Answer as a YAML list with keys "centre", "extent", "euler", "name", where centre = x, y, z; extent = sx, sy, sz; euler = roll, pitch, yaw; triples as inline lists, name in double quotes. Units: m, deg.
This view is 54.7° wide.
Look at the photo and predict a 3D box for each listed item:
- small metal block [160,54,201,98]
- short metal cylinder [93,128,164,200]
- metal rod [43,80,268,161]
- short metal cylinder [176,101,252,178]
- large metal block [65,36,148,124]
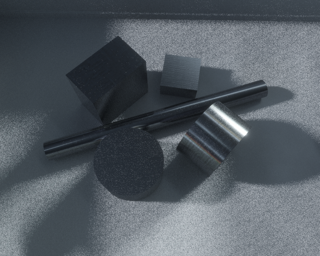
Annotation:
- centre: [0.029, -0.073, 0.435]
  extent: [0.050, 0.025, 0.050]
  euler: [8, 70, 2]
  name: "small metal block"
- centre: [-0.036, 0.045, 0.377]
  extent: [0.081, 0.050, 0.080]
  euler: [0, 70, 0]
  name: "short metal cylinder"
- centre: [0.000, -0.013, 0.413]
  extent: [0.302, 0.025, 0.025]
  euler: [-16, 71, -7]
  name: "metal rod"
- centre: [0.065, 0.014, 0.375]
  extent: [0.050, 0.080, 0.080]
  euler: [41, 75, 13]
  name: "short metal cylinder"
- centre: [-0.063, -0.057, 0.400]
  extent: [0.080, 0.080, 0.050]
  euler: [-42, 76, -14]
  name: "large metal block"
